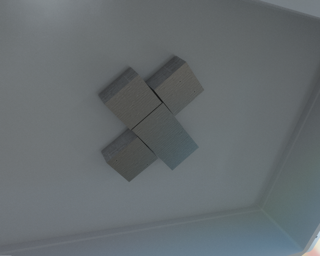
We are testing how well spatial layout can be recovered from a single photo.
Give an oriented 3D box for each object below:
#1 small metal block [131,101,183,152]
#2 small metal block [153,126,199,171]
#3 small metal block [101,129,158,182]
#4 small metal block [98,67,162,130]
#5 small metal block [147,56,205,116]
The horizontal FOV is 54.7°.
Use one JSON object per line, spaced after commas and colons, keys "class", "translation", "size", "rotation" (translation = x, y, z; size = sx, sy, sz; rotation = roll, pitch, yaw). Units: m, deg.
{"class": "small metal block", "translation": [-0.007, -0.006, 0.397], "size": [0.050, 0.025, 0.050], "rotation": [-41, 130, 0]}
{"class": "small metal block", "translation": [0.018, 0.023, 0.430], "size": [0.050, 0.025, 0.050], "rotation": [-41, 130, 0]}
{"class": "small metal block", "translation": [-0.039, 0.036, 0.407], "size": [0.050, 0.025, 0.050], "rotation": [-40, 130, 0]}
{"class": "small metal block", "translation": [-0.035, -0.034, 0.366], "size": [0.050, 0.025, 0.050], "rotation": [-41, 130, 0]}
{"class": "small metal block", "translation": [0.019, -0.052, 0.384], "size": [0.050, 0.025, 0.050], "rotation": [-42, 130, -1]}
